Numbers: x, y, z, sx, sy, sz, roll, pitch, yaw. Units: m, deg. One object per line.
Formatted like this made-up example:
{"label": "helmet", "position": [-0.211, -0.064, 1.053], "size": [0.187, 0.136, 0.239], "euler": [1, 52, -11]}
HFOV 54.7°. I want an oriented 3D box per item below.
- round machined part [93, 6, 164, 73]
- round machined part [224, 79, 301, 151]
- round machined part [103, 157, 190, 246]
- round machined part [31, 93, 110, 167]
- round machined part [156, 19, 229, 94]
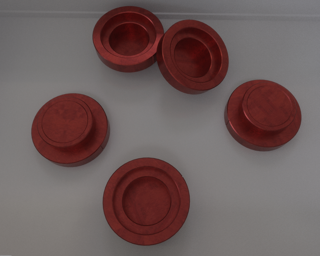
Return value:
{"label": "round machined part", "position": [-0.043, -0.122, 0.445], "size": [0.099, 0.042, 0.098], "euler": [0, 70, 0]}
{"label": "round machined part", "position": [0.138, -0.021, 0.409], "size": [0.099, 0.042, 0.098], "euler": [0, 70, 0]}
{"label": "round machined part", "position": [-0.015, 0.087, 0.368], "size": [0.099, 0.042, 0.098], "euler": [0, 70, 0]}
{"label": "round machined part", "position": [-0.117, -0.002, 0.400], "size": [0.099, 0.042, 0.098], "euler": [0, 70, 0]}
{"label": "round machined part", "position": [0.041, -0.093, 0.422], "size": [0.099, 0.042, 0.098], "euler": [4, 79, -22]}
